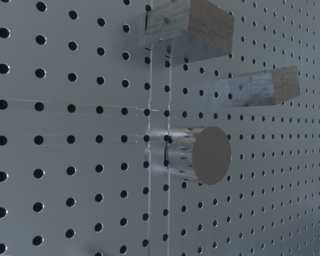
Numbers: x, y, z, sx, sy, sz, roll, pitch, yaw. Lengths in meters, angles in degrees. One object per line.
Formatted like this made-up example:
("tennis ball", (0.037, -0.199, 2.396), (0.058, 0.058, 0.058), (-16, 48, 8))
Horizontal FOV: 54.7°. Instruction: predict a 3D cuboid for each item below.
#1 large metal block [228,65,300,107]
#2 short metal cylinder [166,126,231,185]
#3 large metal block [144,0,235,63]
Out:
("large metal block", (0.174, -0.069, 0.519), (0.081, 0.080, 0.050), (-19, 102, -38))
("short metal cylinder", (0.056, 0.037, 0.439), (0.081, 0.050, 0.080), (0, 90, -40))
("large metal block", (0.038, -0.125, 0.405), (0.081, 0.080, 0.050), (11, 84, -40))
